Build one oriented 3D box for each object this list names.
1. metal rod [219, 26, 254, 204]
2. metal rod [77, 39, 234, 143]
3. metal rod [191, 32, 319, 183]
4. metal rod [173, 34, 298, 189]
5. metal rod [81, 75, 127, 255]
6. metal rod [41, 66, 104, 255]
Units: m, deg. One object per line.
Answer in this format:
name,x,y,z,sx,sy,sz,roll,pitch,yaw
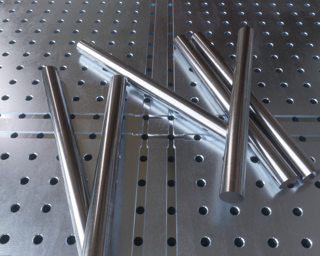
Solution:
metal rod,0.106,-0.041,0.409,0.025,0.025,0.300,10,51,8
metal rod,-0.017,-0.062,0.459,0.300,0.025,0.025,34,58,25
metal rod,0.120,-0.050,0.450,0.025,0.025,0.300,-17,52,-14
metal rod,0.091,-0.044,0.444,0.025,0.025,0.300,-17,52,-14
metal rod,-0.060,0.035,0.359,0.025,0.025,0.300,-1,44,-1
metal rod,-0.117,0.021,0.389,0.025,0.025,0.300,-16,52,-13
